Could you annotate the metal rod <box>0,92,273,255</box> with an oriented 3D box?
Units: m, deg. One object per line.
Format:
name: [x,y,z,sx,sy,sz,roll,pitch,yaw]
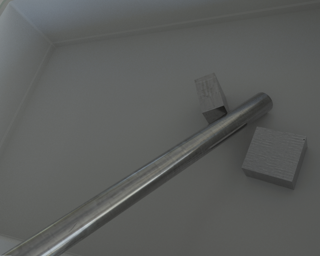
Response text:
metal rod: [0.004,0.038,0.296,0.302,0.025,0.025,-30,47,-26]

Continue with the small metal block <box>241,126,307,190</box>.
small metal block: [0.120,0.030,0.324,0.050,0.025,0.050,14,69,33]

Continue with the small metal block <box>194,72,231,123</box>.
small metal block: [0.066,-0.029,0.372,0.025,0.050,0.050,-19,54,17]
